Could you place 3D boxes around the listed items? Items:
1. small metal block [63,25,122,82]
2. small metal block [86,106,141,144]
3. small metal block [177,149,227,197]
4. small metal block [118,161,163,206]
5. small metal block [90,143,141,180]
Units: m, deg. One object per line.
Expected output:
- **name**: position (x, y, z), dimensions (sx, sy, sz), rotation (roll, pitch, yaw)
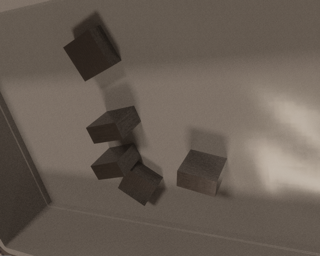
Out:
- **small metal block**: position (-0.086, -0.094, 0.394), dimensions (0.050, 0.025, 0.050), rotation (-20, 108, 35)
- **small metal block**: position (-0.062, -0.005, 0.421), dimensions (0.050, 0.050, 0.025), rotation (-9, 114, 32)
- **small metal block**: position (0.054, 0.057, 0.398), dimensions (0.050, 0.050, 0.025), rotation (13, 124, 20)
- **small metal block**: position (-0.030, 0.084, 0.475), dimensions (0.050, 0.025, 0.050), rotation (33, 129, 6)
- **small metal block**: position (-0.064, 0.049, 0.455), dimensions (0.050, 0.050, 0.025), rotation (-13, 112, 33)
